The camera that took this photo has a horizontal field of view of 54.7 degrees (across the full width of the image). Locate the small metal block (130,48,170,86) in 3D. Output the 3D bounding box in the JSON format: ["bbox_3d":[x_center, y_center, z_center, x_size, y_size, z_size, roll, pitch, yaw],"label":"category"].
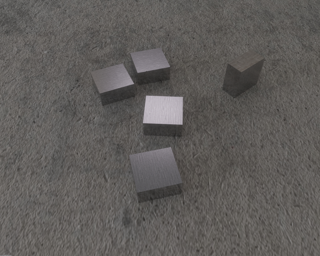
[{"bbox_3d":[-0.016,-0.097,0.484,0.050,0.025,0.050,-13,51,-11],"label":"small metal block"}]

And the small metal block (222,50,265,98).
[{"bbox_3d":[0.122,-0.079,0.454,0.050,0.050,0.025,-32,57,-24],"label":"small metal block"}]

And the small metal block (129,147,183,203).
[{"bbox_3d":[-0.006,0.054,0.358,0.050,0.025,0.050,-10,51,-9],"label":"small metal block"}]

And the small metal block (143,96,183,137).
[{"bbox_3d":[0.005,-0.016,0.417,0.050,0.025,0.050,2,50,2],"label":"small metal block"}]

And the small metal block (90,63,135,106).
[{"bbox_3d":[-0.070,-0.065,0.457,0.050,0.025,0.050,-18,53,-15],"label":"small metal block"}]
